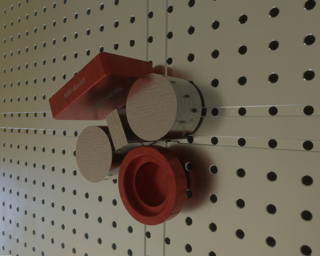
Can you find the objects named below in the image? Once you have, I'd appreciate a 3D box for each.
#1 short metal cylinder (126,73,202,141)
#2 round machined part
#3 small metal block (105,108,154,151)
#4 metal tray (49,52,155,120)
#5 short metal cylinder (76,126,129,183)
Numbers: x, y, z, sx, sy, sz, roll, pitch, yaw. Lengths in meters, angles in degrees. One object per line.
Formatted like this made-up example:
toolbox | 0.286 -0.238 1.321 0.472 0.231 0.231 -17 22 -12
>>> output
short metal cylinder | 0.004 -0.025 0.385 0.080 0.050 0.079 0 90 40
round machined part | -0.005 0.071 0.397 0.098 0.042 0.097 0 90 40
small metal block | -0.041 0.002 0.421 0.025 0.050 0.050 -32 71 36
metal tray | -0.080 -0.051 0.427 0.130 0.091 0.030 -30 72 36
short metal cylinder | -0.078 0.036 0.452 0.080 0.050 0.079 0 90 40
